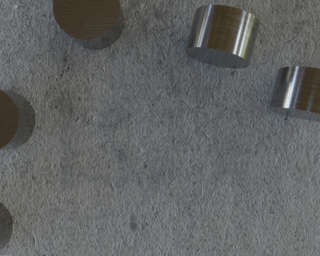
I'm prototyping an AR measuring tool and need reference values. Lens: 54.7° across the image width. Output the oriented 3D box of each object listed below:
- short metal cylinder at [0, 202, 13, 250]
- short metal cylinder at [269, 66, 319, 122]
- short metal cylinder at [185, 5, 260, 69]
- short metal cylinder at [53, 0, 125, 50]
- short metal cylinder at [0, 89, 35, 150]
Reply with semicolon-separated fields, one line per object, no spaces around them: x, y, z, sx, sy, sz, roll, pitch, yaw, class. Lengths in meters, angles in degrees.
-0.240;0.134;0.396;0.081;0.050;0.080;0;90;0;short metal cylinder
0.182;-0.040;0.384;0.080;0.080;0.050;14;90;0;short metal cylinder
0.076;-0.110;0.383;0.080;0.080;0.050;14;90;0;short metal cylinder
-0.088;-0.146;0.397;0.081;0.050;0.080;0;90;0;short metal cylinder
-0.210;-0.011;0.396;0.081;0.050;0.080;0;90;0;short metal cylinder
